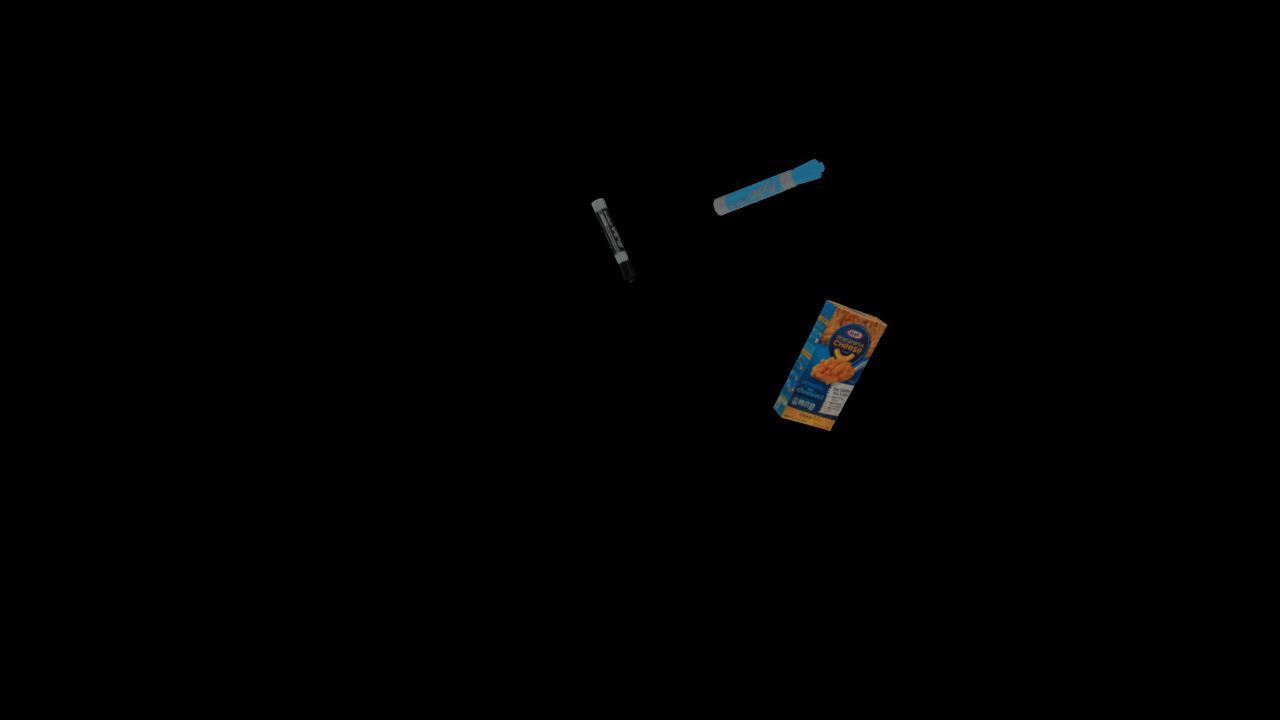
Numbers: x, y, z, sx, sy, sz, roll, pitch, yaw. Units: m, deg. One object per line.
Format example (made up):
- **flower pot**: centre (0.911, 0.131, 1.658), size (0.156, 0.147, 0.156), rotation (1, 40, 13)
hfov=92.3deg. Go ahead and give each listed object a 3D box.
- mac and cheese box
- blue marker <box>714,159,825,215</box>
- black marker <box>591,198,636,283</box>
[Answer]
- **mac and cheese box**: centre (0.281, 0.011, 0.918), size (0.093, 0.184, 0.041), rotation (17, 19, -16)
- **blue marker**: centre (0.127, -0.172, 0.616), size (0.121, 0.020, 0.020), rotation (-12, -8, 43)
- **black marker**: centre (-0.035, -0.163, 0.846), size (0.020, 0.121, 0.020), rotation (-24, -1, 0)
